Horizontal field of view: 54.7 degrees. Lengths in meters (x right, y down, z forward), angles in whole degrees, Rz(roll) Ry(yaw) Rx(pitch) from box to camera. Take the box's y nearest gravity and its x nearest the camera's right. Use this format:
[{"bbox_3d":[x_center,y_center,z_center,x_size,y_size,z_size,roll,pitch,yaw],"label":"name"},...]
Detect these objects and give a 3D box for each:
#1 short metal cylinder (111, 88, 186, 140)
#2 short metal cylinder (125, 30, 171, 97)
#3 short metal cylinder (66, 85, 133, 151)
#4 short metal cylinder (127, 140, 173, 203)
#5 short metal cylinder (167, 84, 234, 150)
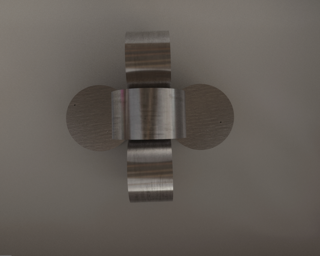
[{"bbox_3d":[-0.012,-0.014,0.338,0.081,0.080,0.050,-1,90,0],"label":"short metal cylinder"},{"bbox_3d":[-0.014,-0.078,0.382,0.050,0.080,0.080,-2,90,-1],"label":"short metal cylinder"},{"bbox_3d":[-0.072,-0.012,0.396,0.081,0.050,0.080,0,90,0],"label":"short metal cylinder"},{"bbox_3d":[-0.011,0.050,0.382,0.050,0.080,0.080,-2,90,-1],"label":"short metal cylinder"},{"bbox_3d":[0.049,-0.013,0.397,0.081,0.050,0.080,0,90,0],"label":"short metal cylinder"}]
